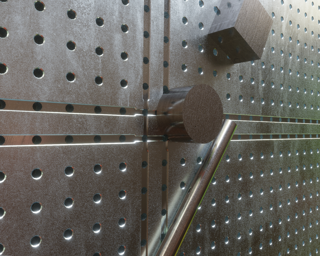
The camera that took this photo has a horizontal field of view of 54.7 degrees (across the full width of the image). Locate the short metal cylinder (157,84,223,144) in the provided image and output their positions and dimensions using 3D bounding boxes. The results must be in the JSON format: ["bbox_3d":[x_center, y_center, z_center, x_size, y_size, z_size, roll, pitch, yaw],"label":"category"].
[{"bbox_3d":[0.043,-0.019,0.431,0.081,0.050,0.079,0,90,-40],"label":"short metal cylinder"}]

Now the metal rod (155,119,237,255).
[{"bbox_3d":[0.044,0.111,0.448,0.025,0.025,0.300,46,63,-31],"label":"metal rod"}]

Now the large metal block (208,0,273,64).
[{"bbox_3d":[0.134,-0.165,0.508,0.080,0.050,0.080,35,68,-35],"label":"large metal block"}]
